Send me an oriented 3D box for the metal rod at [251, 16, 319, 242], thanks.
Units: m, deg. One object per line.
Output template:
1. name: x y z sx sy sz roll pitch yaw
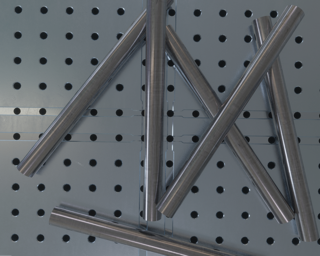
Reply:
1. metal rod: 0.167 0.001 0.414 0.025 0.025 0.299 -13 90 0

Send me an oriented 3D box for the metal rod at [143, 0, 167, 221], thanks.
1. metal rod: -0.007 -0.029 0.399 0.025 0.025 0.298 1 96 0

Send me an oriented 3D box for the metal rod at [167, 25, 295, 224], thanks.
1. metal rod: 0.087 -0.005 0.413 0.025 0.025 0.299 -33 90 0

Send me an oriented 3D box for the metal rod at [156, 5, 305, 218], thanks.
1. metal rod: 0.087 -0.020 0.387 0.025 0.025 0.299 33 90 0

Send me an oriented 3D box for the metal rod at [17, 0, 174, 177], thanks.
1. metal rod: -0.085 -0.059 0.412 0.025 0.025 0.300 39 90 0

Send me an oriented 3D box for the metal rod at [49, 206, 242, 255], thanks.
1. metal rod: 0.003 0.155 0.413 0.301 0.025 0.025 15 90 0
